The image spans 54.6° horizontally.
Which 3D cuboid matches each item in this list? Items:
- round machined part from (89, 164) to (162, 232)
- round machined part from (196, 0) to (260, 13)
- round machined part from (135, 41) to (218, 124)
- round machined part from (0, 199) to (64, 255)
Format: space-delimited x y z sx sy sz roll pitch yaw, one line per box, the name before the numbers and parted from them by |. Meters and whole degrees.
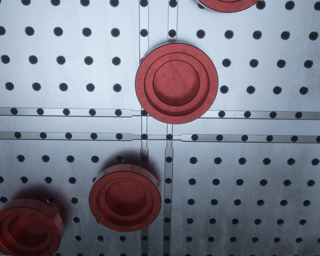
round machined part | -0.047 0.094 0.438 0.099 0.042 0.097 0 110 0
round machined part | 0.074 -0.178 0.339 0.099 0.042 0.097 0 110 0
round machined part | 0.020 -0.057 0.383 0.099 0.042 0.097 0 110 0
round machined part | -0.190 0.145 0.456 0.099 0.042 0.097 0 110 0
